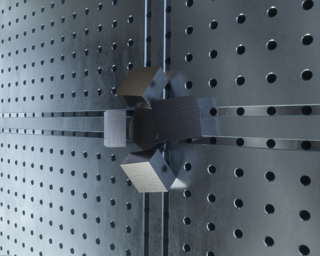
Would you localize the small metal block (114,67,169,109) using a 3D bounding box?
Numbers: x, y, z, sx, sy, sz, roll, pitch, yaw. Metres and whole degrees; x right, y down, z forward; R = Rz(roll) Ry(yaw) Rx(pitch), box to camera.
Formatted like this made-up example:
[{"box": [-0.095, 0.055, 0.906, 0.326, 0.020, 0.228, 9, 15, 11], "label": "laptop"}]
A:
[{"box": [-0.024, -0.054, 0.411, 0.050, 0.025, 0.050, 8, 59, 39], "label": "small metal block"}]

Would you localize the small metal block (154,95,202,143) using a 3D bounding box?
[{"box": [0.022, -0.010, 0.374, 0.050, 0.025, 0.050, -8, 84, 4], "label": "small metal block"}]

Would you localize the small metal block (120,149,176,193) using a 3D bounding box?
[{"box": [-0.015, 0.057, 0.404, 0.050, 0.025, 0.050, -11, 119, 39], "label": "small metal block"}]

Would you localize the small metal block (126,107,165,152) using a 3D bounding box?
[{"box": [-0.014, 0.000, 0.419, 0.050, 0.025, 0.050, 38, 113, 33], "label": "small metal block"}]

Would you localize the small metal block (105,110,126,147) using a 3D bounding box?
[{"box": [-0.065, 0.001, 0.446, 0.050, 0.025, 0.050, 180, 90, -74], "label": "small metal block"}]
